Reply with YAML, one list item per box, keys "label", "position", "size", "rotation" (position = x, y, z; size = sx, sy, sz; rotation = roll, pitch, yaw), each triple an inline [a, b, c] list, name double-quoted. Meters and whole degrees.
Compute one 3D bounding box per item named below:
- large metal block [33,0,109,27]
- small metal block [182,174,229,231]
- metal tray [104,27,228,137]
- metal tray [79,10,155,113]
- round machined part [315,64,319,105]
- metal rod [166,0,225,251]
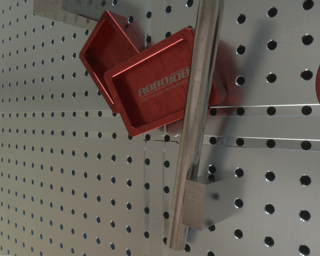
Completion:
- label: "large metal block"
  position: [-0.139, -0.196, 0.485]
  size: [0.080, 0.081, 0.050]
  rotation: [12, 98, 39]
- label: "small metal block"
  position: [0.052, 0.082, 0.349]
  size: [0.025, 0.050, 0.050]
  rotation: [9, 96, 39]
- label: "metal tray"
  position: [0.003, -0.051, 0.375]
  size: [0.130, 0.030, 0.090]
  rotation: [-21, 94, 30]
- label: "metal tray"
  position: [-0.062, -0.096, 0.454]
  size: [0.090, 0.030, 0.130]
  rotation: [-49, 62, 28]
- label: "round machined part"
  position: [0.179, -0.039, 0.250]
  size: [0.098, 0.042, 0.097]
  rotation: [0, 90, 39]
- label: "metal rod"
  position: [0.036, 0.007, 0.342]
  size: [0.025, 0.025, 0.298]
  rotation: [22, 115, 37]
